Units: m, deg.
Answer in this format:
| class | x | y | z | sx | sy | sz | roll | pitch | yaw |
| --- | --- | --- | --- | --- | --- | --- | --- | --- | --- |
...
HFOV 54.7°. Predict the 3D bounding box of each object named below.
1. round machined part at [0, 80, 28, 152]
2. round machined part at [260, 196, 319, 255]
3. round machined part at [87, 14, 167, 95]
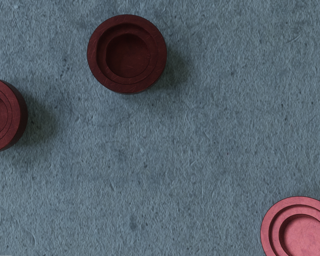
| class | x | y | z | sx | sy | sz | roll | pitch | yaw |
| --- | --- | --- | --- | --- | --- | --- | --- | --- | --- |
| round machined part | -0.219 | -0.016 | 0.400 | 0.099 | 0.042 | 0.097 | 0 | 90 | 0 |
| round machined part | 0.180 | 0.138 | 0.386 | 0.098 | 0.042 | 0.098 | -15 | 60 | 28 |
| round machined part | -0.040 | -0.091 | 0.401 | 0.099 | 0.042 | 0.097 | 0 | 90 | 0 |
